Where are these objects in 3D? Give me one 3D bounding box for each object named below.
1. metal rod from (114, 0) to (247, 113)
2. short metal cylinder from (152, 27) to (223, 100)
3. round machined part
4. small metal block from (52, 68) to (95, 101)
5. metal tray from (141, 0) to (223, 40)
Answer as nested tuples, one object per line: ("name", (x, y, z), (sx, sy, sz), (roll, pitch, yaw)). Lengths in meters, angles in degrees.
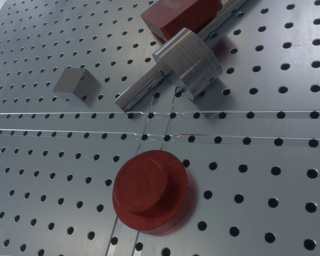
("metal rod", (0.050, -0.133, 0.463), (0.300, 0.025, 0.025), (-43, 51, -2))
("short metal cylinder", (0.035, -0.083, 0.405), (0.050, 0.080, 0.080), (-42, 51, 0))
("round machined part", (-0.014, 0.069, 0.362), (0.098, 0.042, 0.098), (-13, 56, 21))
("small metal block", (-0.149, -0.075, 0.533), (0.050, 0.025, 0.050), (9, 66, 32))
("metal tray", (0.027, -0.179, 0.474), (0.090, 0.030, 0.130), (-37, 32, 3))
